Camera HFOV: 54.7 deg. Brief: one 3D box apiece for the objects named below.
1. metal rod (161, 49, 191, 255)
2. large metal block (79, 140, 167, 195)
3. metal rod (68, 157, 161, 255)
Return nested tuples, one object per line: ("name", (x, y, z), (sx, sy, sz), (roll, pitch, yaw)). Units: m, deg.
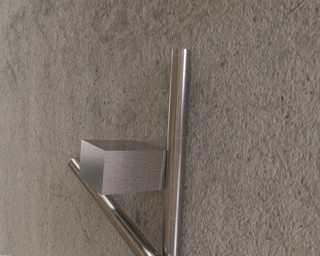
("metal rod", (0.019, 0.054, 0.387), (0.025, 0.025, 0.298), (5, 93, 39))
("large metal block", (-0.049, 0.046, 0.394), (0.080, 0.081, 0.050), (13, 99, 57))
("metal rod", (-0.052, 0.130, 0.423), (0.300, 0.025, 0.025), (38, 113, 40))
